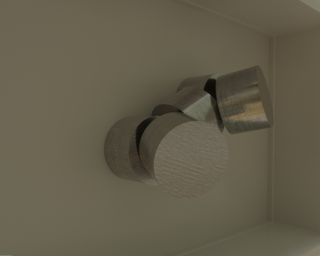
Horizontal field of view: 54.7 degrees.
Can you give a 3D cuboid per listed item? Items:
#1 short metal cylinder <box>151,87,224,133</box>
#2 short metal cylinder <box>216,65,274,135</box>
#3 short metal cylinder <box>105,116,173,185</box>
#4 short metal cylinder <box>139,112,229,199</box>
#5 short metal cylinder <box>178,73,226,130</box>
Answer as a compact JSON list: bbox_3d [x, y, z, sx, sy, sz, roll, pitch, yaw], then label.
[{"bbox_3d":[0.035,-0.007,0.400,0.050,0.080,0.080,-37,113,-34],"label":"short metal cylinder"},{"bbox_3d":[0.110,-0.035,0.398,0.080,0.050,0.080,35,49,-52],"label":"short metal cylinder"},{"bbox_3d":[-0.019,0.026,0.374,0.081,0.050,0.079,0,90,-40],"label":"short metal cylinder"},{"bbox_3d":[0.024,0.027,0.326,0.081,0.050,0.079,-5,104,-19],"label":"short metal cylinder"},{"bbox_3d":[0.070,-0.037,0.449,0.081,0.050,0.079,0,90,-40],"label":"short metal cylinder"}]
